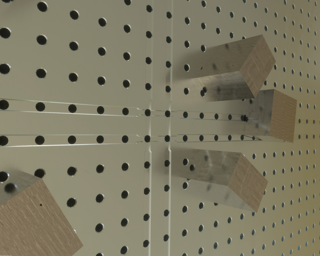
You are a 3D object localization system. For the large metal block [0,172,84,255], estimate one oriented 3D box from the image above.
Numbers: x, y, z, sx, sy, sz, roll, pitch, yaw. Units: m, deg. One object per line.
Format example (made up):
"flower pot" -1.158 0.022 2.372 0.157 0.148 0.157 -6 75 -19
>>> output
"large metal block" -0.132 0.099 0.282 0.080 0.050 0.080 -37 113 -34

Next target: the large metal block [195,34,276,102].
"large metal block" 0.114 -0.088 0.467 0.050 0.080 0.080 50 60 -28

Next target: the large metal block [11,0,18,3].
"large metal block" -0.121 -0.169 0.271 0.050 0.080 0.080 -43 116 -32

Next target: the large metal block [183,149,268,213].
"large metal block" 0.096 0.076 0.453 0.080 0.080 0.050 43 64 -32

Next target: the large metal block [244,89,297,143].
"large metal block" 0.200 -0.019 0.559 0.081 0.050 0.080 13 82 -39
